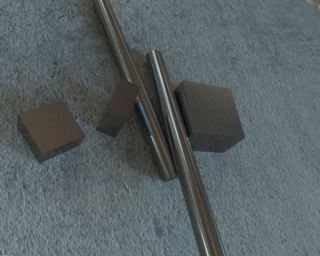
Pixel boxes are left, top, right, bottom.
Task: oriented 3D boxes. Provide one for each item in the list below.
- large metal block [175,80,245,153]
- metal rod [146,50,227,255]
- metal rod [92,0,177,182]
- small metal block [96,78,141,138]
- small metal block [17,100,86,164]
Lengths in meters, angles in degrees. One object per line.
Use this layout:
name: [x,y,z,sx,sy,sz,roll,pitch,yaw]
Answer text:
large metal block: [0.061,-0.014,0.431,0.081,0.050,0.080,6,59,-26]
metal rod: [0.022,0.012,0.383,0.025,0.025,0.299,5,51,-26]
metal rod: [-0.039,-0.069,0.426,0.025,0.025,0.299,-10,67,-33]
small metal block: [-0.051,-0.024,0.376,0.025,0.050,0.050,26,53,-13]
small metal block: [-0.119,0.003,0.339,0.050,0.025,0.050,-27,77,-37]
